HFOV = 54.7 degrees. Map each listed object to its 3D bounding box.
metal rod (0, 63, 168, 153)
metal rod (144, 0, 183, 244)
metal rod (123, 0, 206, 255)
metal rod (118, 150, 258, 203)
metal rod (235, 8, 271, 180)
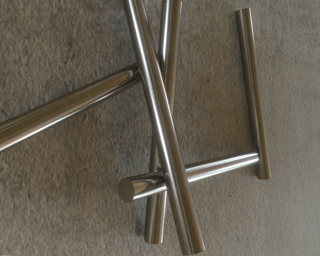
[{"bbox_3d":[-0.097,-0.022,0.324,0.302,0.025,0.025,-33,111,-35],"label":"metal rod"},{"bbox_3d":[0.003,-0.003,0.387,0.025,0.025,0.298,0,97,-40],"label":"metal rod"},{"bbox_3d":[0.001,-0.014,0.350,0.025,0.025,0.299,-4,75,-40],"label":"metal rod"},{"bbox_3d":[0.063,0.057,0.429,0.302,0.025,0.025,-3,93,-50],"label":"metal rod"},{"bbox_3d":[0.166,-0.054,0.546,0.025,0.025,0.298,-17,101,-39],"label":"metal rod"}]
